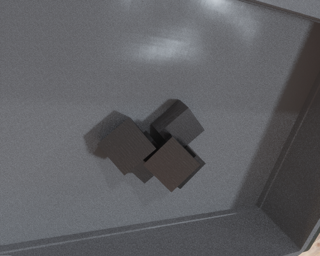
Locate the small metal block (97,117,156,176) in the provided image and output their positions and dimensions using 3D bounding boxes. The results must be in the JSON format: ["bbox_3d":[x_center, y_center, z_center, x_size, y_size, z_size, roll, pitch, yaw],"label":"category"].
[{"bbox_3d":[-0.040,0.022,0.384,0.050,0.025,0.050,-41,91,-1],"label":"small metal block"}]

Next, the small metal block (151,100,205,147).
[{"bbox_3d":[0.025,-0.001,0.421,0.050,0.025,0.050,-41,130,-1],"label":"small metal block"}]

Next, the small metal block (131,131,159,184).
[{"bbox_3d":[-0.020,0.040,0.422,0.050,0.025,0.050,-41,130,-1],"label":"small metal block"}]

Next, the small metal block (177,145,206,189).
[{"bbox_3d":[0.028,0.048,0.437,0.050,0.050,0.025,-46,130,4],"label":"small metal block"}]

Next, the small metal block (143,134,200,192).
[{"bbox_3d":[0.014,0.044,0.395,0.050,0.025,0.050,-44,96,2],"label":"small metal block"}]
